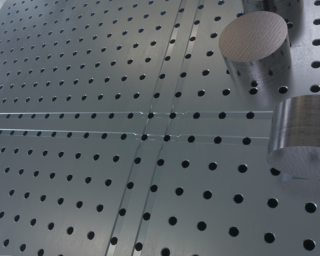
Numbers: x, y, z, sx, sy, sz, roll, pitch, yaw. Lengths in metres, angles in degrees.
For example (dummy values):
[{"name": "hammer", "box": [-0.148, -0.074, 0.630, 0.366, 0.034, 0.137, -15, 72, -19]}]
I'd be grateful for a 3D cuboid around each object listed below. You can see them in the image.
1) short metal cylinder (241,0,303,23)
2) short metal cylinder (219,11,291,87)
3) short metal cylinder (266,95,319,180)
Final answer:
[{"name": "short metal cylinder", "box": [0.152, -0.185, 0.426, 0.080, 0.050, 0.080, -13, 56, 21]}, {"name": "short metal cylinder", "box": [0.120, -0.099, 0.390, 0.080, 0.050, 0.080, -13, 56, 21]}, {"name": "short metal cylinder", "box": [0.145, 0.012, 0.290, 0.080, 0.080, 0.050, 3, 63, 29]}]
